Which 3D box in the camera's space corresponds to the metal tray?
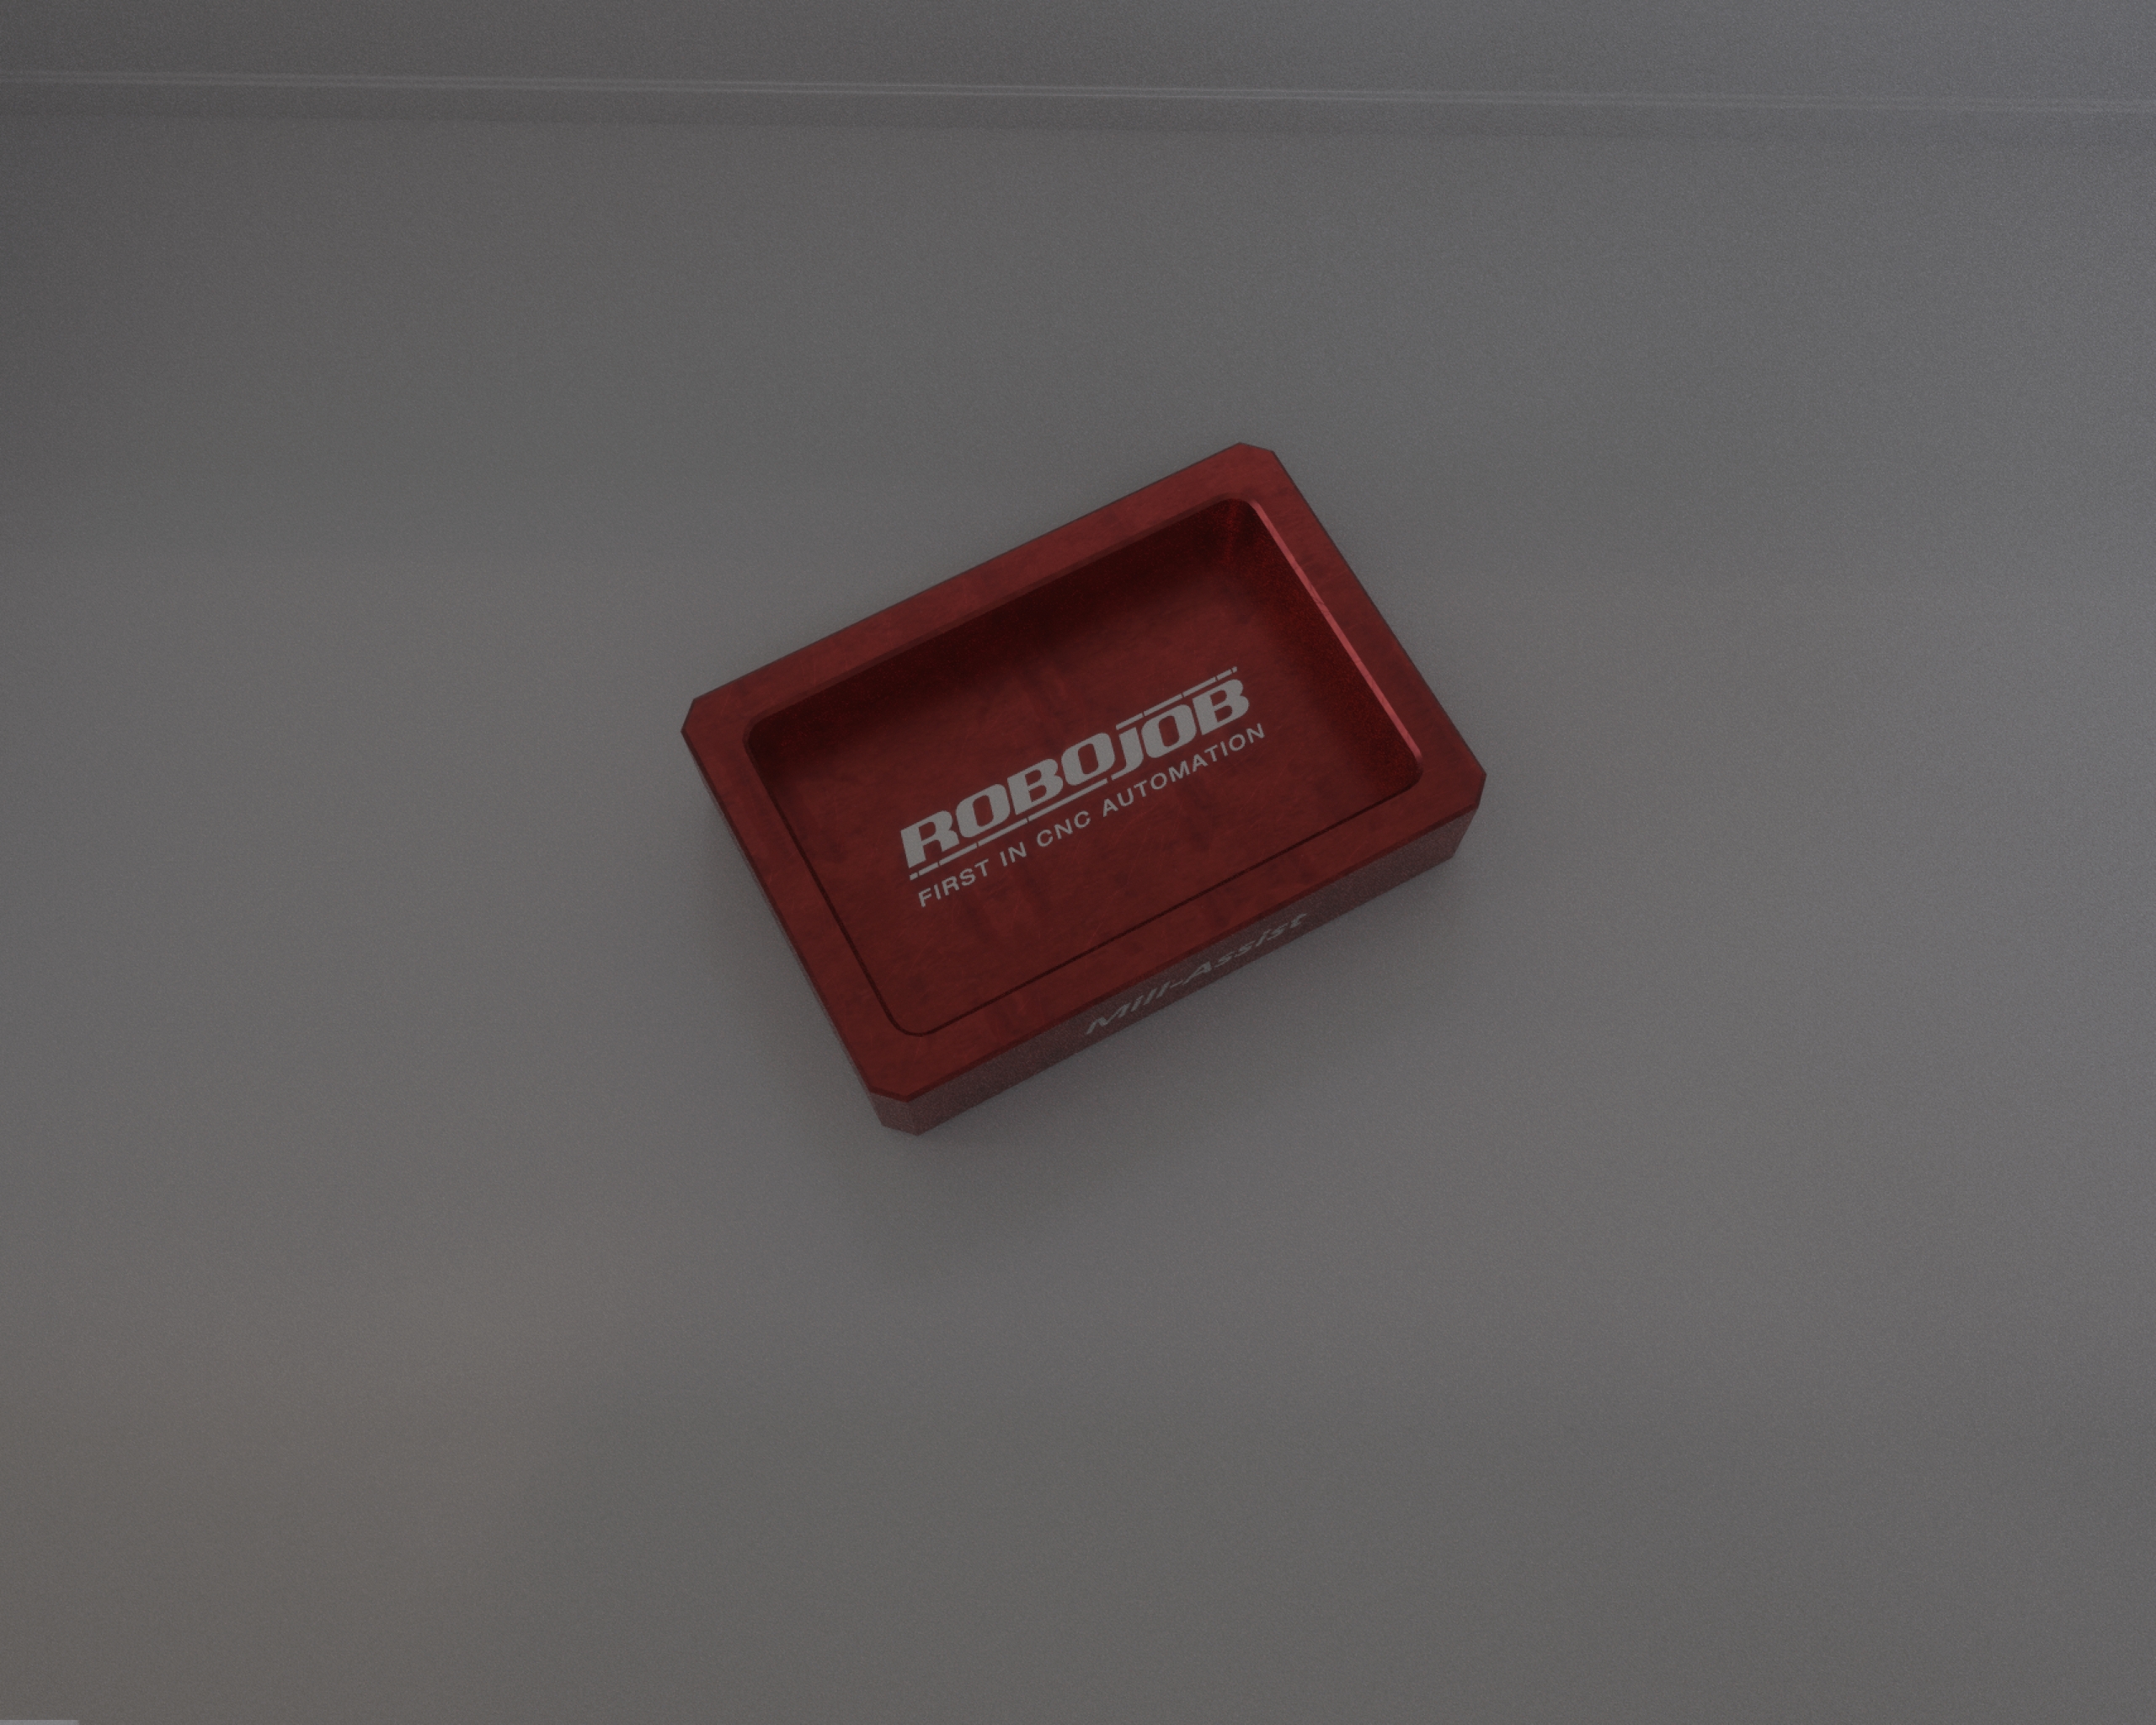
[{"bbox_3d":[0.001,-0.016,0.410,0.131,0.030,0.090,-27,73,-10],"label":"metal tray"}]
